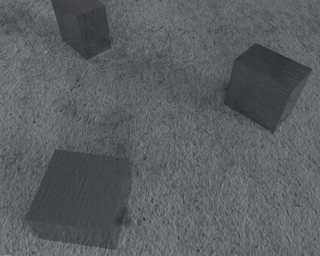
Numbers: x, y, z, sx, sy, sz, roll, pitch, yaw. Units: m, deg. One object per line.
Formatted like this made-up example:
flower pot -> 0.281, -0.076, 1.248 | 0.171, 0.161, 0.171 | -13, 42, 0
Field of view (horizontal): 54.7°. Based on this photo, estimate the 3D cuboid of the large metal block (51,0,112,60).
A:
large metal block -> -0.129, -0.173, 0.512 | 0.050, 0.080, 0.080 | -34, 58, -25

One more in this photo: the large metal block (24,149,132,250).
large metal block -> -0.078, 0.074, 0.324 | 0.080, 0.050, 0.080 | 6, 50, 5

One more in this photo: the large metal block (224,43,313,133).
large metal block -> 0.139, -0.053, 0.413 | 0.080, 0.080, 0.050 | 35, 59, 26
